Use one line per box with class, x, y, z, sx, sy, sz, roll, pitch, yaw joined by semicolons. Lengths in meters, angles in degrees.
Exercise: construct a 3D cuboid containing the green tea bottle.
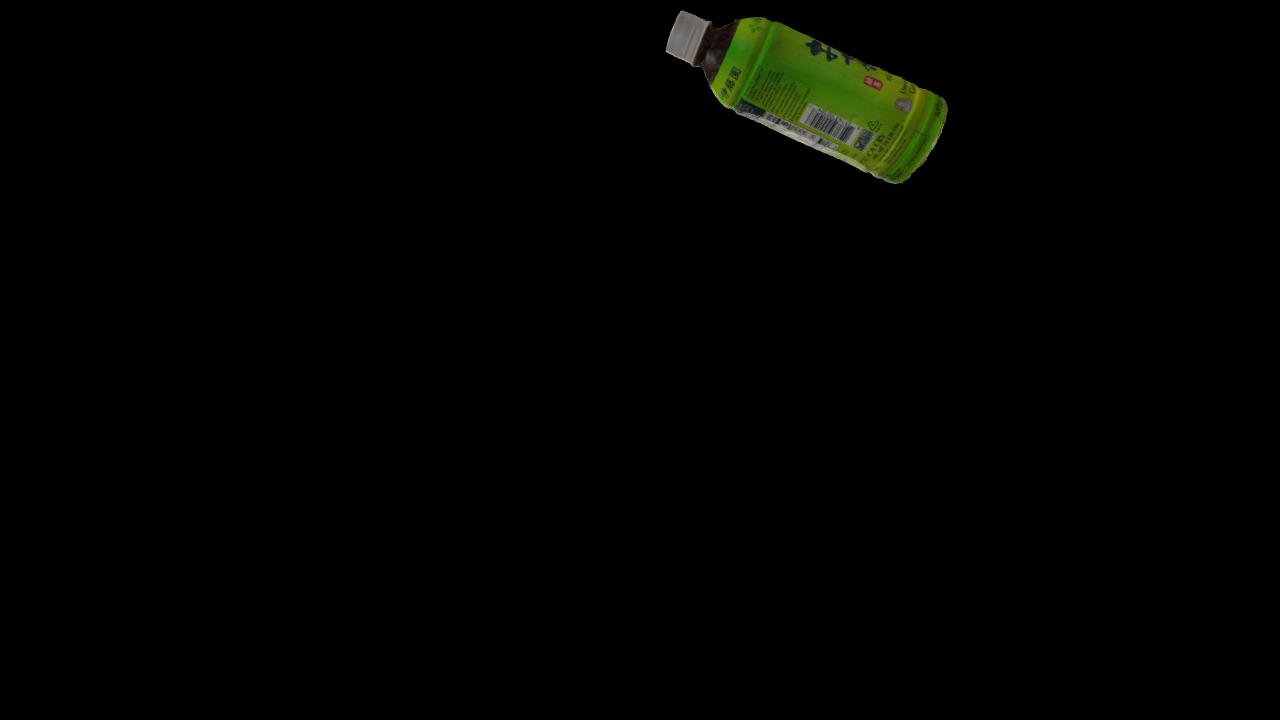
green tea bottle;0.122;-0.207;0.469;0.212;0.073;0.073;22;-2;-5
